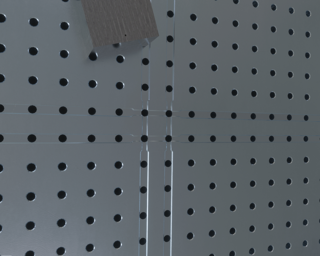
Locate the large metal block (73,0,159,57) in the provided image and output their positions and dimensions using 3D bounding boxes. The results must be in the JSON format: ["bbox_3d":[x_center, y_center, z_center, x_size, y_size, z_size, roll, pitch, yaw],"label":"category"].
[{"bbox_3d":[-0.056,-0.139,0.378,0.081,0.050,0.080,-16,96,-19],"label":"large metal block"}]
